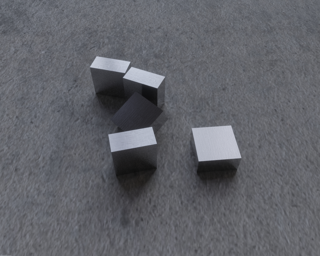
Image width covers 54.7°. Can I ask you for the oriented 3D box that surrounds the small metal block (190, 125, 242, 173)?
[{"bbox_3d":[0.067,0.026,0.383,0.050,0.025,0.050,-4,50,-4],"label":"small metal block"}]

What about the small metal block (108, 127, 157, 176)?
[{"bbox_3d":[-0.031,0.028,0.363,0.050,0.050,0.025,-10,51,-9],"label":"small metal block"}]

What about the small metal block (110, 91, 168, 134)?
[{"bbox_3d":[-0.027,-0.011,0.401,0.050,0.025,0.050,37,82,26],"label":"small metal block"}]

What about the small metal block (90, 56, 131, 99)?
[{"bbox_3d":[-0.069,-0.072,0.447,0.050,0.050,0.025,11,51,8],"label":"small metal block"}]

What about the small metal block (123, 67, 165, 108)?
[{"bbox_3d":[-0.021,-0.051,0.430,0.050,0.050,0.025,19,52,15],"label":"small metal block"}]
